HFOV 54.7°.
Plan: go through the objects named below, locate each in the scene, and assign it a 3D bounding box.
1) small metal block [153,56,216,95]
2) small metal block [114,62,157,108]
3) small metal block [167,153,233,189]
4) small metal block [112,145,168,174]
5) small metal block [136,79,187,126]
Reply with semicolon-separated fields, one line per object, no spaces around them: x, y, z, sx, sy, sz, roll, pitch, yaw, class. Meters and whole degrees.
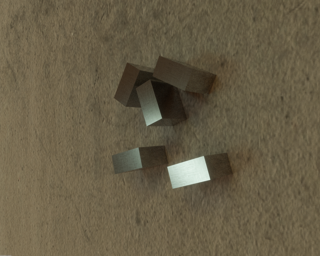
0.029;-0.062;0.363;0.050;0.050;0.025;30;109;35;small metal block
-0.026;-0.055;0.408;0.025;0.050;0.050;36;112;34;small metal block
0.046;0.048;0.350;0.050;0.050;0.025;-22;76;37;small metal block
-0.026;0.042;0.408;0.050;0.050;0.025;-19;78;38;small metal block
0.002;-0.030;0.385;0.025;0.050;0.050;-27;74;37;small metal block
